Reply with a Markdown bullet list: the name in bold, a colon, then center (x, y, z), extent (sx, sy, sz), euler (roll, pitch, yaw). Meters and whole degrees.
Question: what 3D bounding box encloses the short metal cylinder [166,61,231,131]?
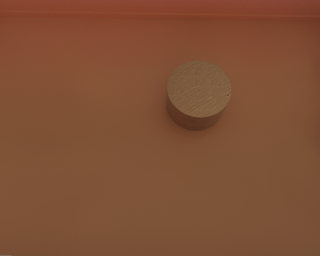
- **short metal cylinder**: center (0.049, -0.042, 0.412), extent (0.081, 0.050, 0.080), euler (0, 70, 0)
